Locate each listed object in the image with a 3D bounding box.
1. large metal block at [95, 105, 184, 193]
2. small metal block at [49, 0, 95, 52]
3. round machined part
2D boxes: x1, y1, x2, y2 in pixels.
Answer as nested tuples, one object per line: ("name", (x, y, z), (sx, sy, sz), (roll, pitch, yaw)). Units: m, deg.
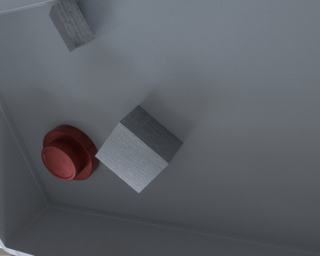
("large metal block", (-0.029, 0.030, 0.425), (0.080, 0.050, 0.080), (41, 129, 0))
("small metal block", (-0.106, -0.122, 0.371), (0.050, 0.025, 0.050), (63, 162, -17))
("round machined part", (-0.152, 0.047, 0.505), (0.098, 0.042, 0.097), (13, 124, 20))
